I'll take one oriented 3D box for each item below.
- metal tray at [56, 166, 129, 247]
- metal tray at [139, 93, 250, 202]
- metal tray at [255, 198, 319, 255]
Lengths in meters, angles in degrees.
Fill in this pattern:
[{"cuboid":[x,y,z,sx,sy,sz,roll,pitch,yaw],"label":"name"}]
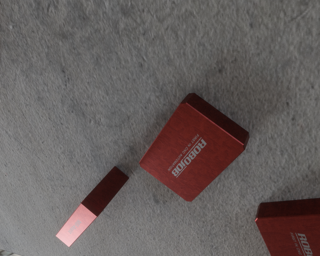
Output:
[{"cuboid":[-0.109,0.127,0.498,0.030,0.090,0.129,41,129,0],"label":"metal tray"},{"cuboid":[0.039,0.029,0.400,0.090,0.030,0.129,37,129,3],"label":"metal tray"},{"cuboid":[0.189,0.153,0.398,0.090,0.030,0.129,-15,111,34],"label":"metal tray"}]
